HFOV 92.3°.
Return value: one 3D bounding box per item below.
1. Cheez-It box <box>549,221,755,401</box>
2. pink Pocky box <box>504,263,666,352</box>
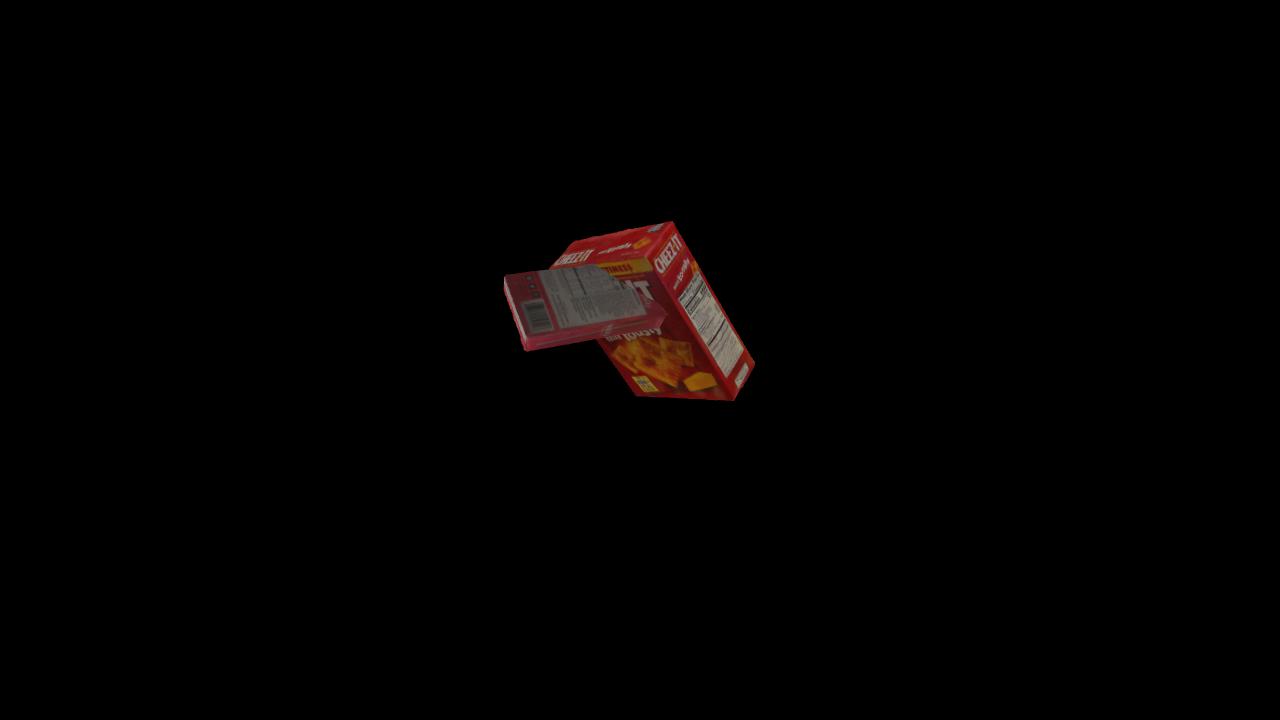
[{"bbox_3d":[0.016,-0.049,0.738,0.166,0.223,0.071,0,45,43],"label":"Cheez-It box"},{"bbox_3d":[-0.058,-0.061,0.649,0.155,0.084,0.029,-12,-30,-23],"label":"pink Pocky box"}]
